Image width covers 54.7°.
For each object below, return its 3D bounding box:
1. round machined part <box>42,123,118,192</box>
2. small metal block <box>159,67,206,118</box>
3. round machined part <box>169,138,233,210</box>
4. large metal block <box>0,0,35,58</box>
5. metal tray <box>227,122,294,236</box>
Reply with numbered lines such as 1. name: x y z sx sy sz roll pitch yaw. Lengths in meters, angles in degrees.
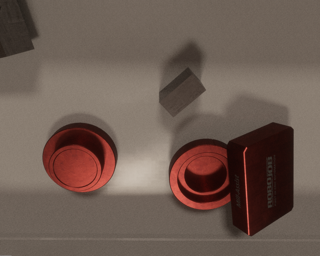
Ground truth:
1. round machined part: -0.109 0.045 0.418 0.099 0.042 0.097 0 110 -1
2. small metal block: 0.026 -0.045 0.382 0.050 0.050 0.025 -40 106 13
3. round machined part: 0.061 0.059 0.425 0.099 0.042 0.097 0 110 -1
4. large metal block: -0.202 -0.115 0.343 0.080 0.050 0.079 -8 111 16
5. metal tray: 0.136 0.067 0.412 0.091 0.030 0.129 -20 113 -27
